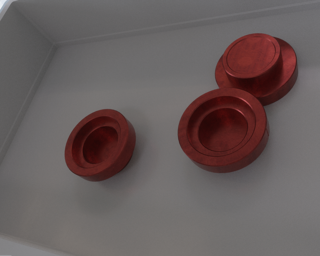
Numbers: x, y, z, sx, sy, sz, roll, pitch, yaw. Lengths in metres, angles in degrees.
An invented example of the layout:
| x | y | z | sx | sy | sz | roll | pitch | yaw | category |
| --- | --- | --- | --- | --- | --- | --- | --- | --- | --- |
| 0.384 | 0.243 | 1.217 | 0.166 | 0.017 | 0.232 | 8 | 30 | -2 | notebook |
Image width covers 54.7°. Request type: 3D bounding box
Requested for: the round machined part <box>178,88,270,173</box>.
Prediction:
| x | y | z | sx | sy | sz | roll | pitch | yaw | category |
| --- | --- | --- | --- | --- | --- | --- | --- | --- | --- |
| 0.074 | 0.006 | 0.353 | 0.098 | 0.042 | 0.098 | -13 | 56 | 21 | round machined part |

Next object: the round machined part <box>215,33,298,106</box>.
| x | y | z | sx | sy | sz | roll | pitch | yaw | category |
| --- | --- | --- | --- | --- | --- | --- | --- | --- | --- |
| 0.115 | -0.077 | 0.382 | 0.098 | 0.042 | 0.098 | -13 | 56 | 21 | round machined part |

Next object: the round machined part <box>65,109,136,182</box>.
| x | y | z | sx | sy | sz | roll | pitch | yaw | category |
| --- | --- | --- | --- | --- | --- | --- | --- | --- | --- |
| -0.075 | 0.026 | 0.418 | 0.098 | 0.042 | 0.098 | -13 | 56 | 21 | round machined part |
